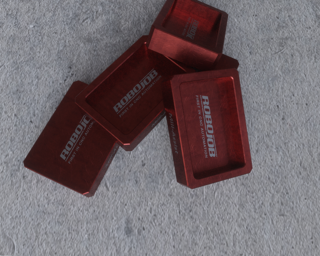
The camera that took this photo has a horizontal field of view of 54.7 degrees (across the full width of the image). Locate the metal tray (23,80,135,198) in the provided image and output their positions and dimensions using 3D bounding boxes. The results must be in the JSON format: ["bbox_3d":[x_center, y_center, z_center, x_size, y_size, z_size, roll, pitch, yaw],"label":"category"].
[{"bbox_3d":[-0.099,0.012,0.400,0.090,0.030,0.130,23,71,8],"label":"metal tray"}]

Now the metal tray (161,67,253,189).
[{"bbox_3d":[0.057,-0.002,0.372,0.091,0.030,0.129,-11,94,-21],"label":"metal tray"}]

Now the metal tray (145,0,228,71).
[{"bbox_3d":[0.041,-0.135,0.420,0.090,0.030,0.130,22,44,-3],"label":"metal tray"}]

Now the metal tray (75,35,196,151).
[{"bbox_3d":[-0.028,-0.046,0.391,0.090,0.030,0.130,40,74,13],"label":"metal tray"}]

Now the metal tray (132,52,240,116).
[{"bbox_3d":[0.033,-0.077,0.435,0.130,0.030,0.090,26,72,8],"label":"metal tray"}]
